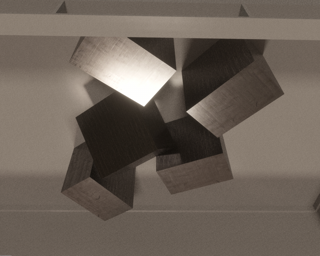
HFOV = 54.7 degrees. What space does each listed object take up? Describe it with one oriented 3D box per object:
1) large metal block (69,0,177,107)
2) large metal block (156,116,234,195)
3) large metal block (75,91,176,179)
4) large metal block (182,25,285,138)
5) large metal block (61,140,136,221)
[{"bbox_3d":[-0.033,-0.080,0.304,0.080,0.080,0.050,30,124,-23],"label":"large metal block"},{"bbox_3d":[0.042,0.030,0.398,0.080,0.080,0.050,-17,130,14],"label":"large metal block"},{"bbox_3d":[-0.041,0.005,0.368,0.080,0.080,0.050,-29,169,22],"label":"large metal block"},{"bbox_3d":[0.072,-0.050,0.332,0.080,0.080,0.050,-37,121,27],"label":"large metal block"},{"bbox_3d":[-0.080,0.068,0.430,0.050,0.080,0.080,-30,125,22],"label":"large metal block"}]
